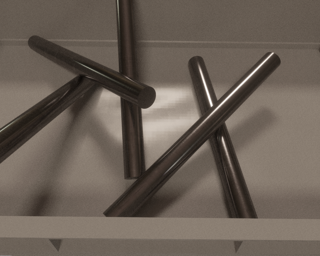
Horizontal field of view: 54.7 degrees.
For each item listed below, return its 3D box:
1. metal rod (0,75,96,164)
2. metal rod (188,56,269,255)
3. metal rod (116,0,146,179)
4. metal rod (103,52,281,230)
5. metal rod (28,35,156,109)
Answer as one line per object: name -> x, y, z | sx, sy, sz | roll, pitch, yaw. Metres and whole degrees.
metal rod -> -0.130, -0.017, 0.347 | 0.025, 0.025, 0.301 | 11, 29, 8
metal rod -> 0.076, 0.009, 0.398 | 0.025, 0.025, 0.300 | -5, 50, -5
metal rod -> -0.041, -0.085, 0.399 | 0.025, 0.025, 0.299 | -4, 74, -4
metal rod -> 0.052, 0.002, 0.375 | 0.025, 0.025, 0.301 | 37, 67, 26
metal rod -> -0.113, -0.088, 0.427 | 0.025, 0.025, 0.300 | -35, 43, -26
